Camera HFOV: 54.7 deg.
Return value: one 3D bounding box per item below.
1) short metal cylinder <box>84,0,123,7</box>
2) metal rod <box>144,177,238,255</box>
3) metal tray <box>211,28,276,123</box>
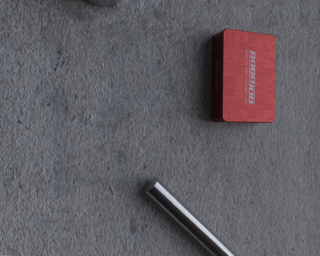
[{"bbox_3d":[-0.067,-0.194,0.371,0.081,0.050,0.079,0,90,-21],"label":"short metal cylinder"},{"bbox_3d":[0.089,0.178,0.443,0.300,0.025,0.025,46,76,-15],"label":"metal rod"},{"bbox_3d":[0.123,-0.073,0.453,0.091,0.030,0.129,1,90,-21],"label":"metal tray"}]
